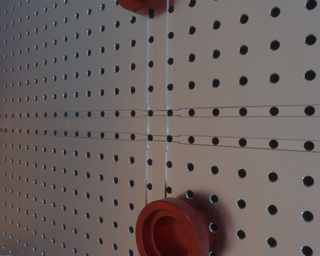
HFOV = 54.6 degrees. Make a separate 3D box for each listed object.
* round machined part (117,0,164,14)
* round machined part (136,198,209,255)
[{"bbox_3d":[-0.031,-0.212,0.425,0.098,0.042,0.097,0,90,40],"label":"round machined part"},{"bbox_3d":[0.019,0.135,0.384,0.098,0.042,0.097,0,90,40],"label":"round machined part"}]
